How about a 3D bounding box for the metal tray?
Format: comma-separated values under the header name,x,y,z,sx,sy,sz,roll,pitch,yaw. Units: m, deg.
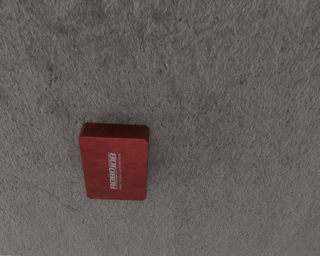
name,x,y,z,sx,sy,sz,roll,pitch,yaw
metal tray,-0.063,0.053,0.448,0.091,0.030,0.129,2,130,-3
